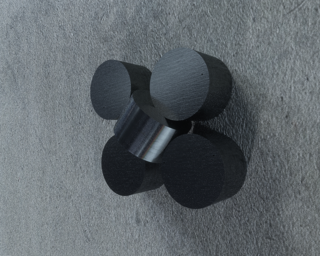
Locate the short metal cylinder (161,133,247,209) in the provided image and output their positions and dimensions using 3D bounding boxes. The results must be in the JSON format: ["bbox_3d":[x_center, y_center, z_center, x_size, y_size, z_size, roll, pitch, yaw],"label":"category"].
[{"bbox_3d":[0.048,0.046,0.347,0.080,0.050,0.079,0,90,39],"label":"short metal cylinder"}]

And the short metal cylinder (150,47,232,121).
[{"bbox_3d":[0.035,-0.048,0.357,0.080,0.050,0.079,0,90,39],"label":"short metal cylinder"}]

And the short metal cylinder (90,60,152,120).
[{"bbox_3d":[-0.051,-0.051,0.429,0.080,0.050,0.079,0,90,39],"label":"short metal cylinder"}]

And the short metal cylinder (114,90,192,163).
[{"bbox_3d":[-0.009,-0.003,0.376,0.080,0.081,0.050,47,118,29],"label":"short metal cylinder"}]

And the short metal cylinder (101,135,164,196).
[{"bbox_3d":[-0.032,0.046,0.413,0.080,0.050,0.079,0,90,39],"label":"short metal cylinder"}]
